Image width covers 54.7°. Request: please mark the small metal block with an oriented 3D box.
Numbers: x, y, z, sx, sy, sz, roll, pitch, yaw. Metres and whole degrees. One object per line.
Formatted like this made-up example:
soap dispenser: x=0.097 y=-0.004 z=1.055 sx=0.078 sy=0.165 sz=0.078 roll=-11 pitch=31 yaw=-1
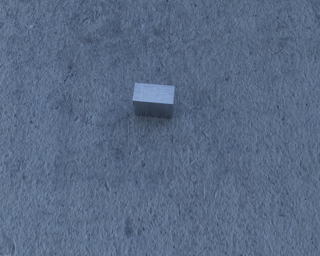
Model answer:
small metal block: x=-0.008 y=-0.035 z=0.408 sx=0.050 sy=0.050 sz=0.025 roll=5 pitch=70 yaw=1
